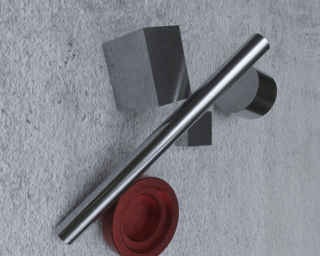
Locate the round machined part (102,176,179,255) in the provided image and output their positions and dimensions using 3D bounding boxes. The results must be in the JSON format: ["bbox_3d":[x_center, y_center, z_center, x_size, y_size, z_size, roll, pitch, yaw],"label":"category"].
[{"bbox_3d":[-0.027,0.106,0.373,0.099,0.042,0.097,0,90,-40],"label":"round machined part"}]

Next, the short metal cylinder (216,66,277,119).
[{"bbox_3d":[0.132,-0.057,0.482,0.050,0.080,0.080,14,81,-40],"label":"short metal cylinder"}]

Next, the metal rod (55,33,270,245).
[{"bbox_3d":[0.006,0.008,0.336,0.300,0.025,0.025,-45,120,-4],"label":"metal rod"}]

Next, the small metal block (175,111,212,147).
[{"bbox_3d":[0.049,0.000,0.448,0.050,0.025,0.050,-1,91,-40],"label":"small metal block"}]

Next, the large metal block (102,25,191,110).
[{"bbox_3d":[-0.016,-0.067,0.357,0.050,0.080,0.079,-20,103,-39],"label":"large metal block"}]
